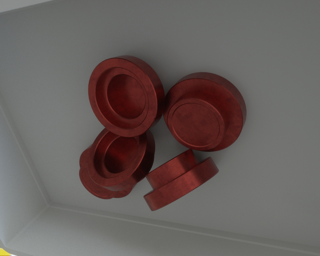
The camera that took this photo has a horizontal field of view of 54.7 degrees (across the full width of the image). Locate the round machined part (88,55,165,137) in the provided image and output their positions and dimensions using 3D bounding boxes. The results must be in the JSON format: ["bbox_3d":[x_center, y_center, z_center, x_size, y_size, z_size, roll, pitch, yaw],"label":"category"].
[{"bbox_3d":[-0.037,-0.041,0.384,0.098,0.042,0.097,11,114,25],"label":"round machined part"}]

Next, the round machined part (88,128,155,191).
[{"bbox_3d":[-0.047,0.039,0.421,0.098,0.098,0.042,-9,148,32],"label":"round machined part"}]

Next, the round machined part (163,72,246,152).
[{"bbox_3d":[0.048,-0.012,0.364,0.098,0.042,0.097,13,124,20],"label":"round machined part"}]

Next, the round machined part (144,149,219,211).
[{"bbox_3d":[0.021,0.060,0.390,0.098,0.099,0.042,-37,80,38],"label":"round machined part"}]

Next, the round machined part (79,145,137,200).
[{"bbox_3d":[-0.087,0.073,0.486,0.098,0.042,0.097,13,124,20],"label":"round machined part"}]
